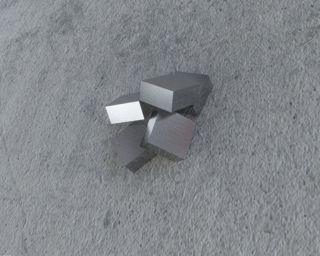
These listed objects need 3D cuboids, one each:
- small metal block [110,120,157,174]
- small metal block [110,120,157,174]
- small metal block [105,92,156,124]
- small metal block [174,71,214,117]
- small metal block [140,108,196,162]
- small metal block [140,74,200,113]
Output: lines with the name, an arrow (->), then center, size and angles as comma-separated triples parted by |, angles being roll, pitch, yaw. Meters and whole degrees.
small metal block -> -0.030, 0.022, 0.406 | 0.050, 0.025, 0.050 | -38, 51, 2
small metal block -> -0.030, 0.022, 0.406 | 0.050, 0.025, 0.050 | -38, 51, 2
small metal block -> -0.038, -0.030, 0.426 | 0.050, 0.025, 0.050 | -7, 21, 24
small metal block -> 0.036, -0.046, 0.414 | 0.050, 0.025, 0.050 | 15, 69, 33
small metal block -> 0.010, 0.008, 0.375 | 0.025, 0.050, 0.050 | -30, 38, 61
small metal block -> 0.012, -0.044, 0.375 | 0.050, 0.025, 0.050 | 24, 31, 36
